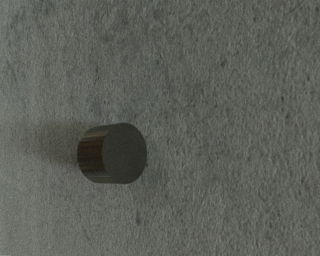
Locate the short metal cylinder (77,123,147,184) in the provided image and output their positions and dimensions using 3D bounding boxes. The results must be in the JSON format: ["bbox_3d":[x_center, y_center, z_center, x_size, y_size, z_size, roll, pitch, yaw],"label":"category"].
[{"bbox_3d":[-0.063,0.035,0.419,0.050,0.081,0.080,-7,86,39],"label":"short metal cylinder"}]
